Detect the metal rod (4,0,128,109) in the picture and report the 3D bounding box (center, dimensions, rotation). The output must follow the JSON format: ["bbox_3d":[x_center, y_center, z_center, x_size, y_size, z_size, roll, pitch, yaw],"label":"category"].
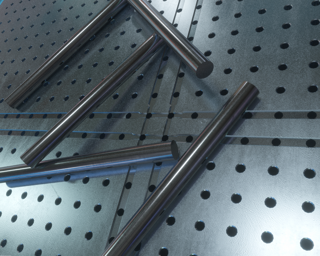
[{"bbox_3d":[-0.173,-0.149,0.587,0.300,0.025,0.025,-44,51,-3],"label":"metal rod"}]

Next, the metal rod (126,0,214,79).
[{"bbox_3d":[-0.007,-0.167,0.478,0.025,0.025,0.300,-36,49,4],"label":"metal rod"}]

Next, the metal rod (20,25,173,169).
[{"bbox_3d":[-0.086,-0.056,0.469,0.301,0.025,0.025,-45,51,-11],"label":"metal rod"}]

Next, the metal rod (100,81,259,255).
[{"bbox_3d":[0.015,0.065,0.359,0.025,0.025,0.300,34,80,38],"label":"metal rod"}]

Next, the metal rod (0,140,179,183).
[{"bbox_3d":[-0.119,0.051,0.437,0.301,0.025,0.025,-10,58,22],"label":"metal rod"}]
